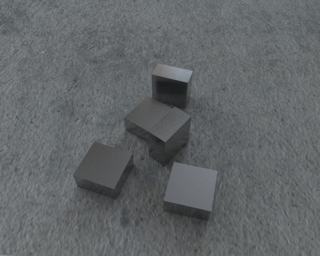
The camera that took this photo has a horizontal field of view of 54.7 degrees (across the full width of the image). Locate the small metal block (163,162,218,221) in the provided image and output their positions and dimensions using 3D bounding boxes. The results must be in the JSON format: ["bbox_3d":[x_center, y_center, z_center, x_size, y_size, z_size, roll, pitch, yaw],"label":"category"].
[{"bbox_3d":[0.034,0.070,0.345,0.050,0.025,0.050,11,51,8],"label":"small metal block"}]

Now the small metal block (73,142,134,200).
[{"bbox_3d":[-0.064,0.049,0.361,0.050,0.025,0.050,16,52,12],"label":"small metal block"}]

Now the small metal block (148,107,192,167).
[{"bbox_3d":[0.012,0.011,0.378,0.025,0.050,0.050,32,57,23],"label":"small metal block"}]

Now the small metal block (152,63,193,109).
[{"bbox_3d":[0.017,-0.059,0.437,0.050,0.050,0.025,15,52,12],"label":"small metal block"}]

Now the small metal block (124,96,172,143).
[{"bbox_3d":[-0.011,-0.010,0.411,0.050,0.025,0.050,29,56,22],"label":"small metal block"}]
